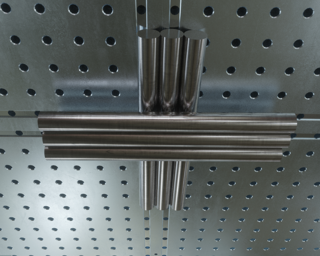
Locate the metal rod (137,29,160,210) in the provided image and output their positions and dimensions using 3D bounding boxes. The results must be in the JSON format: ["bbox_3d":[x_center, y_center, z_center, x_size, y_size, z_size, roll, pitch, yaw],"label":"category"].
[{"bbox_3d":[-0.017,0.014,0.423,0.025,0.025,0.298,1,130,-1],"label":"metal rod"}]

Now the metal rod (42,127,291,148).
[{"bbox_3d":[0.009,0.012,0.389,0.302,0.025,0.025,0,130,-1],"label":"metal rod"}]

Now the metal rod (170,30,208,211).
[{"bbox_3d":[0.033,0.015,0.424,0.025,0.025,0.298,1,130,-1],"label":"metal rod"}]

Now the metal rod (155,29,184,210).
[{"bbox_3d":[0.008,0.014,0.423,0.025,0.025,0.298,1,130,-1],"label":"metal rod"}]

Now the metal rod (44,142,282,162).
[{"bbox_3d":[0.005,0.031,0.405,0.302,0.025,0.025,0,130,-1],"label":"metal rod"}]

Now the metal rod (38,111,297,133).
[{"bbox_3d":[0.009,-0.007,0.372,0.302,0.025,0.025,0,130,-1],"label":"metal rod"}]
